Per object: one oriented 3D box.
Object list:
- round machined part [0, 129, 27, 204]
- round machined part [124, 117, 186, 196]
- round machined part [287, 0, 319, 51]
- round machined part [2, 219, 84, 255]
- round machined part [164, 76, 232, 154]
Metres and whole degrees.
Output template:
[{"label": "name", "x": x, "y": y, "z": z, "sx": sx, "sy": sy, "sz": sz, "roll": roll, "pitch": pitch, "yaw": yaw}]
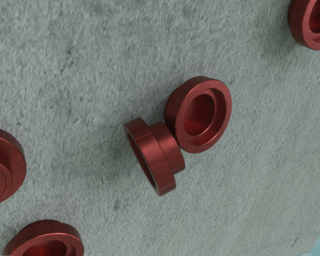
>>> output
[{"label": "round machined part", "x": -0.192, "y": 0.048, "z": 0.321, "sx": 0.099, "sy": 0.042, "sz": 0.097, "roll": -14, "pitch": 125, "yaw": -21}, {"label": "round machined part", "x": -0.004, "y": 0.030, "z": 0.377, "sx": 0.042, "sy": 0.098, "sz": 0.098, "roll": -26, "pitch": 128, "yaw": -11}, {"label": "round machined part", "x": 0.214, "y": -0.158, "z": 0.417, "sx": 0.099, "sy": 0.042, "sz": 0.097, "roll": -14, "pitch": 125, "yaw": -21}, {"label": "round machined part", "x": -0.155, "y": 0.162, "z": 0.412, "sx": 0.099, "sy": 0.042, "sz": 0.097, "roll": -14, "pitch": 125, "yaw": -21}, {"label": "round machined part", "x": 0.044, "y": -0.020, "z": 0.400, "sx": 0.099, "sy": 0.042, "sz": 0.097, "roll": -18, "pitch": 120, "yaw": -34}]
